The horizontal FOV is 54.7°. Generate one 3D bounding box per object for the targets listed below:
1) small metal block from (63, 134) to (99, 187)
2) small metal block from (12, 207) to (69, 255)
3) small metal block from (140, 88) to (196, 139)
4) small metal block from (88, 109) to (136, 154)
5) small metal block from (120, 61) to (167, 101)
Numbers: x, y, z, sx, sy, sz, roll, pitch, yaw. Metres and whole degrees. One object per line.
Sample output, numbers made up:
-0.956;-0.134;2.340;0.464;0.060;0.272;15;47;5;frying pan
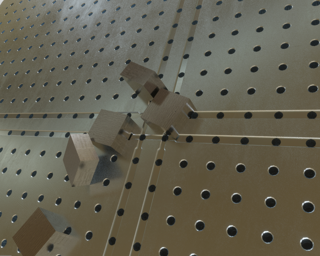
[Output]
-0.108;0.043;0.420;0.050;0.025;0.050;57;133;38;small metal block
-0.155;0.140;0.401;0.050;0.025;0.050;33;80;38;small metal block
0.011;-0.020;0.414;0.050;0.025;0.050;26;75;36;small metal block
-0.070;0.004;0.441;0.050;0.025;0.050;13;68;33;small metal block
-0.021;-0.063;0.441;0.050;0.050;0.025;30;78;37;small metal block
